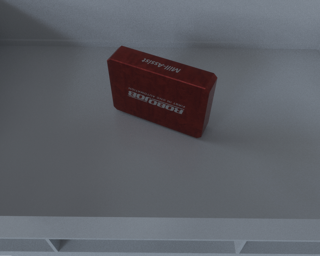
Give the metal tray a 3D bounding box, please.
[{"bbox_3d":[0.001,-0.045,0.396,0.130,0.089,0.030,20,53,15],"label":"metal tray"}]
